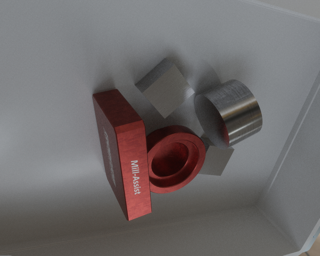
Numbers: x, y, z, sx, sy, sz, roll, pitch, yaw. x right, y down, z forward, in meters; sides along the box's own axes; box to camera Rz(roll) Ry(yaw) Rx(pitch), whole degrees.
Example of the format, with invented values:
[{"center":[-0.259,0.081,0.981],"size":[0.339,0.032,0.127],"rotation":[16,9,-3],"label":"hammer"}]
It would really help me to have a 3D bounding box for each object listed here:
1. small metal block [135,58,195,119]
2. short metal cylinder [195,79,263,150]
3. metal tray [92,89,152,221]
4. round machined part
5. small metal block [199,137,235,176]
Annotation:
[{"center":[0.006,-0.048,0.382],"size":[0.050,0.025,0.050],"rotation":[-42,128,1],"label":"small metal block"},{"center":[0.089,-0.018,0.411],"size":[0.050,0.080,0.080],"rotation":[-26,128,-13],"label":"short metal cylinder"},{"center":[-0.044,0.031,0.361],"size":[0.030,0.090,0.129],"rotation":[-16,125,-19],"label":"metal tray"},{"center":[0.010,0.038,0.424],"size":[0.099,0.042,0.097],"rotation":[-14,125,-21],"label":"round machined part"},{"center":[0.079,0.045,0.480],"size":[0.050,0.025,0.050],"rotation":[10,113,-32],"label":"small metal block"}]
